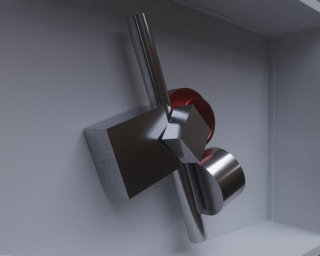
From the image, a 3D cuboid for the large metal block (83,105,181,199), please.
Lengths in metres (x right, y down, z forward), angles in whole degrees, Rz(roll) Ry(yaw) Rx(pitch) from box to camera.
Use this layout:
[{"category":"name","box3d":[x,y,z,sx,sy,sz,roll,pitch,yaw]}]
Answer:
[{"category":"large metal block","box3d":[-0.030,0.024,0.361,0.081,0.050,0.080,-26,107,-37]}]

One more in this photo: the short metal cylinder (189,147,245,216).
[{"category":"short metal cylinder","box3d":[0.069,0.073,0.430,0.050,0.080,0.080,-26,107,-37]}]

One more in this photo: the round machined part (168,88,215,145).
[{"category":"round machined part","box3d":[0.038,-0.007,0.427,0.099,0.042,0.097,0,90,-40]}]

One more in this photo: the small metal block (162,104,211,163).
[{"category":"small metal block","box3d":[0.033,0.007,0.372,0.050,0.025,0.050,50,49,-37]}]

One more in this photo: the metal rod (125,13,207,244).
[{"category":"metal rod","box3d":[0.013,0.011,0.390,0.025,0.025,0.298,-26,107,-37]}]
